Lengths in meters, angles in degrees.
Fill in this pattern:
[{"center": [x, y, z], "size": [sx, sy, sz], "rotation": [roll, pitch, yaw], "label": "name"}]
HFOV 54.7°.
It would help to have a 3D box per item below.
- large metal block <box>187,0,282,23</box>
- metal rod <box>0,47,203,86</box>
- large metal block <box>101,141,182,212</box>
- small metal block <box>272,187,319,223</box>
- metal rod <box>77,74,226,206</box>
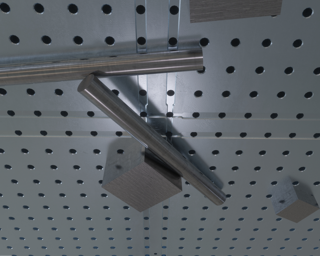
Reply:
[{"center": [0.064, -0.144, 0.273], "size": [0.080, 0.050, 0.080], "rotation": [-4, 130, 3], "label": "large metal block"}, {"center": [-0.103, -0.066, 0.353], "size": [0.302, 0.025, 0.025], "rotation": [-4, 130, 3], "label": "metal rod"}, {"center": [-0.025, 0.070, 0.454], "size": [0.080, 0.050, 0.080], "rotation": [-33, 123, 24], "label": "large metal block"}, {"center": [0.229, 0.131, 0.526], "size": [0.050, 0.025, 0.050], "rotation": [25, 126, -20], "label": "small metal block"}, {"center": [0.009, 0.034, 0.424], "size": [0.025, 0.025, 0.300], "rotation": [-30, 129, 23], "label": "metal rod"}]
